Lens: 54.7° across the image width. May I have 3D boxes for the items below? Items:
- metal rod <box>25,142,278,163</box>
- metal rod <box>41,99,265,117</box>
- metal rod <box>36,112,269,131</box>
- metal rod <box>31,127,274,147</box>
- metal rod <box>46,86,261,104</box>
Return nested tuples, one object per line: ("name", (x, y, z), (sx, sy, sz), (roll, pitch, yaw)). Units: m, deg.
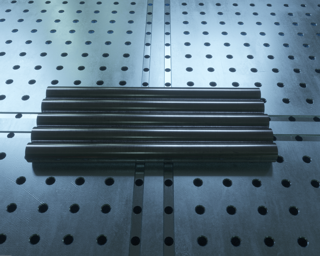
("metal rod", (-0.009, 0.030, 0.382), (0.302, 0.025, 0.025), (0, 50, -1))
("metal rod", (-0.009, -0.027, 0.430), (0.302, 0.025, 0.025), (0, 50, 0))
("metal rod", (-0.009, -0.008, 0.414), (0.302, 0.025, 0.025), (0, 50, 0))
("metal rod", (-0.009, 0.012, 0.397), (0.302, 0.025, 0.025), (0, 50, 0))
("metal rod", (-0.009, -0.047, 0.447), (0.302, 0.025, 0.025), (0, 50, 0))
